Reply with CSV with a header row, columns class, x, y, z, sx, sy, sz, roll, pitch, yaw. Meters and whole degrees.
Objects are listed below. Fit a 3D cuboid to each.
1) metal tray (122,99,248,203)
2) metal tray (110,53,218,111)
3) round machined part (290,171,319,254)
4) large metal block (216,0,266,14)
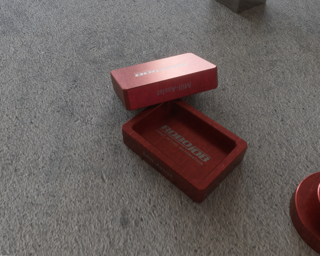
class,x,y,z,sx,sy,sz,roll,pitch,yaw
metal tray,0.028,0.018,0.384,0.130,0.030,0.090,36,58,26
metal tray,0.004,-0.069,0.437,0.131,0.030,0.090,-16,30,-14
round machined part,0.192,0.086,0.323,0.099,0.042,0.098,0,50,0
large metal block,0.163,-0.283,0.627,0.081,0.050,0.080,-26,55,-21
